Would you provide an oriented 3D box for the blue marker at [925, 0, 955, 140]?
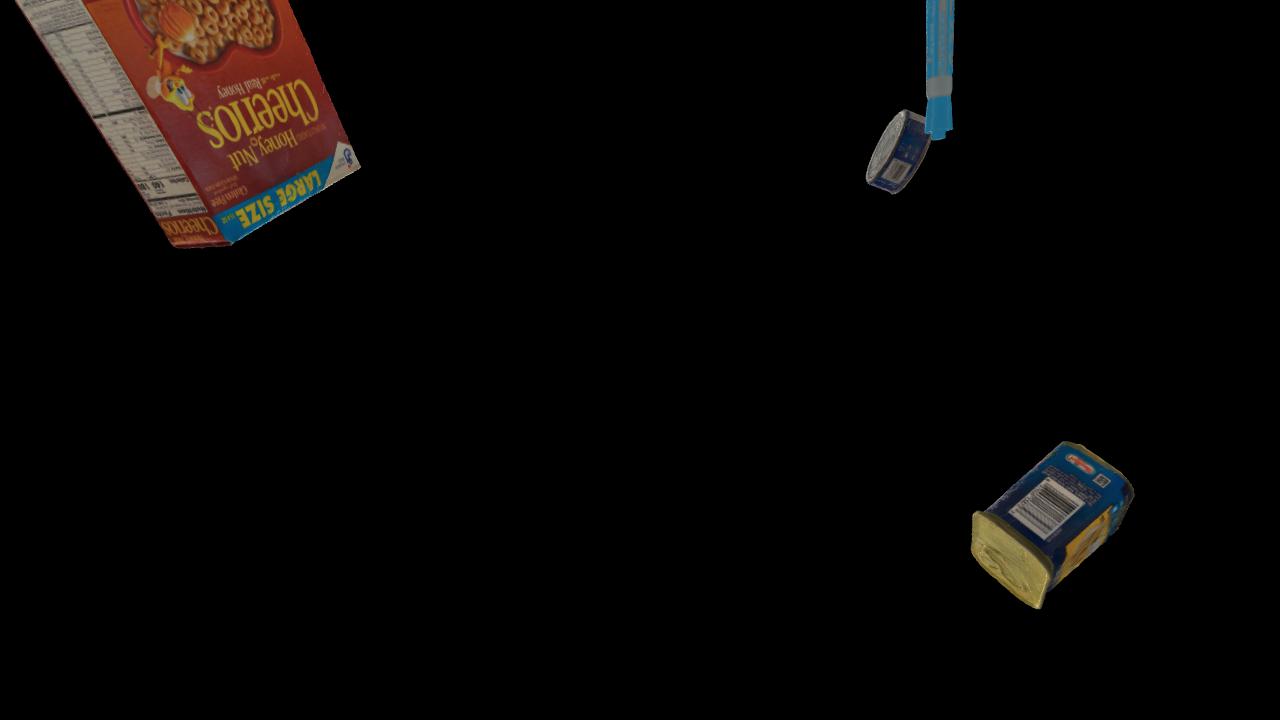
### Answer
[{"bbox_3d":[0.213,-0.220,0.437,0.020,0.121,0.020,-4,10,1],"label":"blue marker"}]

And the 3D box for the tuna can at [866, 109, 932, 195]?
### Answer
[{"bbox_3d":[0.281,-0.226,0.670,0.034,0.084,0.084,21,0,0],"label":"tuna can"}]

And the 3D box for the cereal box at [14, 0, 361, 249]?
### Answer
[{"bbox_3d":[-0.390,-0.278,0.539,0.081,0.306,0.203,-2,34,17],"label":"cereal box"}]

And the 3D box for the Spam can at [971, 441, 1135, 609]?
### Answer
[{"bbox_3d":[0.291,0.118,0.438,0.058,0.085,0.101,47,-7,43],"label":"Spam can"}]
